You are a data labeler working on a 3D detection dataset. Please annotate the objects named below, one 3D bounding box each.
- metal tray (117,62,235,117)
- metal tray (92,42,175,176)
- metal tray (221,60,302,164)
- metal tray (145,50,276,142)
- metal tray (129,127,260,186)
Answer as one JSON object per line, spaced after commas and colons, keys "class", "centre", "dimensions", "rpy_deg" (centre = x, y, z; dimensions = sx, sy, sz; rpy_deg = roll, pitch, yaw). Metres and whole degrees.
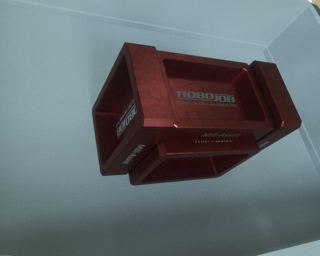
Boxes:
{"class": "metal tray", "centre": [0.018, -0.046, 0.398], "dimensions": [0.131, 0.090, 0.030], "rpy_deg": [0, 63, -28]}
{"class": "metal tray", "centre": [-0.036, -0.013, 0.325], "dimensions": [0.030, 0.129, 0.090], "rpy_deg": [1, 62, -28]}
{"class": "metal tray", "centre": [0.108, -0.013, 0.401], "dimensions": [0.030, 0.129, 0.090], "rpy_deg": [1, 62, -28]}
{"class": "metal tray", "centre": [0.053, -0.032, 0.332], "dimensions": [0.131, 0.030, 0.090], "rpy_deg": [1, 61, -28]}
{"class": "metal tray", "centre": [0.037, 0.033, 0.360], "dimensions": [0.131, 0.090, 0.030], "rpy_deg": [0, 61, -28]}
